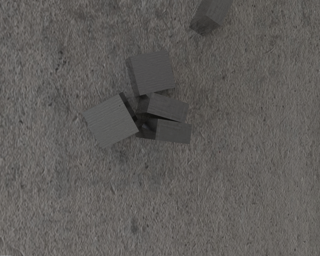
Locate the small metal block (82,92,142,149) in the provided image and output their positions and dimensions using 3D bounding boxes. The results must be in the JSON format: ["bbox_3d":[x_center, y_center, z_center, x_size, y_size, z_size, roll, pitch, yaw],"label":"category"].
[{"bbox_3d":[-0.057,-0.010,0.377,0.050,0.025,0.050,-26,100,9],"label":"small metal block"}]

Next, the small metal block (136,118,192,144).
[{"bbox_3d":[0.004,0.004,0.393,0.050,0.050,0.025,9,88,-32],"label":"small metal block"}]

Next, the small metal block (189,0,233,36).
[{"bbox_3d":[0.070,-0.159,0.421,0.025,0.050,0.050,29,81,-18],"label":"small metal block"}]

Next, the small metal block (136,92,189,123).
[{"bbox_3d":[0.002,-0.024,0.396,0.050,0.050,0.025,16,85,-20],"label":"small metal block"}]

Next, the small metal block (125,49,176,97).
[{"bbox_3d":[-0.012,-0.071,0.404,0.050,0.025,0.050,-16,95,-19],"label":"small metal block"}]
